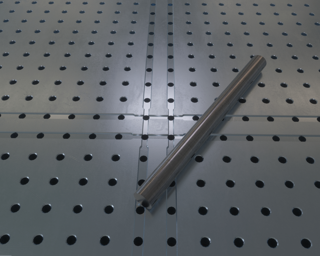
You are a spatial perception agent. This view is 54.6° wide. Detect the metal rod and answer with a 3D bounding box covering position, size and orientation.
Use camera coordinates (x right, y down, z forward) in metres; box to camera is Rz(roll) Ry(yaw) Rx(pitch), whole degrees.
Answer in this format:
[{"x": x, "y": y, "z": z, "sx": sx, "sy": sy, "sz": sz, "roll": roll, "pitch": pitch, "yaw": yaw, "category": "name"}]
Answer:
[{"x": 0.070, "y": -0.013, "z": 0.418, "sx": 0.025, "sy": 0.025, "sz": 0.301, "roll": 29, "pitch": 56, "yaw": 22, "category": "metal rod"}]
